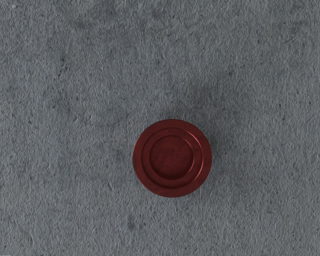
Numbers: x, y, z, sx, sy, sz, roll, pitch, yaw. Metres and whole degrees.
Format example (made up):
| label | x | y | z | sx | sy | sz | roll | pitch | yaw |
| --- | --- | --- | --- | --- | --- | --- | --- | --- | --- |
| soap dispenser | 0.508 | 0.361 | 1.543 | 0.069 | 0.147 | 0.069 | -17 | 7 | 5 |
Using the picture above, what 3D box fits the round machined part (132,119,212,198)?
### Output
| label | x | y | z | sx | sy | sz | roll | pitch | yaw |
| --- | --- | --- | --- | --- | --- | --- | --- | --- | --- |
| round machined part | 0.015 | 0.037 | 0.403 | 0.099 | 0.042 | 0.097 | 0 | 90 | -1 |
